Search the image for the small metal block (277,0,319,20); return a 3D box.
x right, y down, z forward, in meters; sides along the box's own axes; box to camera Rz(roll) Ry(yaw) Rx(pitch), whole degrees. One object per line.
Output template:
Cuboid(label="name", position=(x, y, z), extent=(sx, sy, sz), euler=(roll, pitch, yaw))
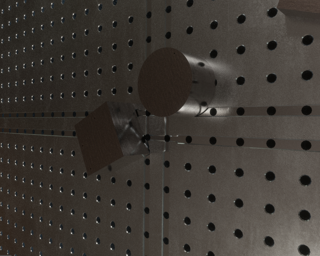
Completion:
Cuboid(label="small metal block", position=(0.146, -0.131, 0.289), extent=(0.050, 0.025, 0.050), euler=(26, 106, 36))

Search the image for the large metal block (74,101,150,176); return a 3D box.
Cuboid(label="large metal block", position=(-0.071, 0.016, 0.450), extent=(0.080, 0.050, 0.080), euler=(-30, 71, 35))

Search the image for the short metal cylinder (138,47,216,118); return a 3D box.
Cuboid(label="short metal cylinder", position=(0.020, -0.053, 0.375), extent=(0.080, 0.050, 0.079), euler=(0, 90, 39))
